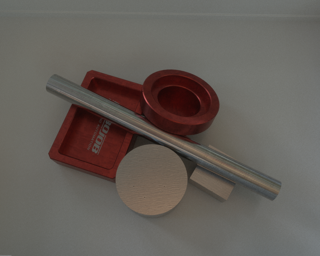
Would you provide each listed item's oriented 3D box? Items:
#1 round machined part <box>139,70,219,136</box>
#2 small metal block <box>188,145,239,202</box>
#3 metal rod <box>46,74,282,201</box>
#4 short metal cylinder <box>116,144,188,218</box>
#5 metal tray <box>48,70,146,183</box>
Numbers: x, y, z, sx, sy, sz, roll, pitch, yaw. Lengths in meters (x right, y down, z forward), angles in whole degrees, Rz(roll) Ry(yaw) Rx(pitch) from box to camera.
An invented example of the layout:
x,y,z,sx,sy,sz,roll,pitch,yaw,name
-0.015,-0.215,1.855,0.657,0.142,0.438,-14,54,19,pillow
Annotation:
x,y,z,sx,sy,sz,roll,pitch,yaw,name
0.022,-0.028,0.396,0.099,0.042,0.098,9,47,-10,round machined part
0.070,0.057,0.388,0.050,0.025,0.050,30,72,10,small metal block
-0.001,0.008,0.374,0.301,0.025,0.025,26,72,6,metal rod
-0.009,0.065,0.370,0.081,0.050,0.080,0,70,0,short metal cylinder
-0.074,-0.004,0.405,0.090,0.030,0.130,18,71,6,metal tray
